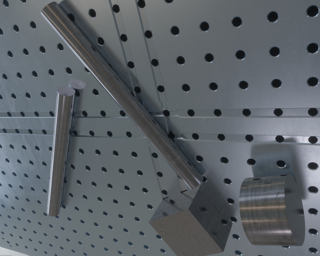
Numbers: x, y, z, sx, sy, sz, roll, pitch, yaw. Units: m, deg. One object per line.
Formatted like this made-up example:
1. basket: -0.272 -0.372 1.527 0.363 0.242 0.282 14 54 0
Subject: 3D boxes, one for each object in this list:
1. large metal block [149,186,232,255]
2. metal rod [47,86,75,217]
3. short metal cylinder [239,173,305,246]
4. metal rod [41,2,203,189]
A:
1. large metal block: 0.045 0.142 0.459 0.080 0.050 0.080 -31 102 38
2. metal rod: -0.176 0.058 0.539 0.025 0.025 0.298 28 128 10
3. short metal cylinder: 0.133 0.096 0.365 0.050 0.080 0.080 -14 112 34
4. metal rod: -0.045 -0.037 0.411 0.025 0.025 0.300 -34 100 38
